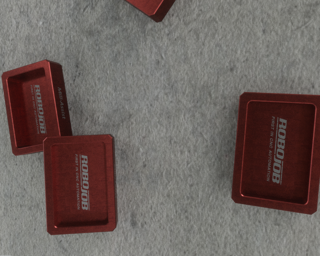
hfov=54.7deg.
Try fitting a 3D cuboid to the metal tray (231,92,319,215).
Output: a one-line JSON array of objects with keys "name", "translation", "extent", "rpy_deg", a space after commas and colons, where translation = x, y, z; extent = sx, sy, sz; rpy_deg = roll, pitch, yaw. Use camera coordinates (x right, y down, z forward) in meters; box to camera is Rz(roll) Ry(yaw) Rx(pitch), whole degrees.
[{"name": "metal tray", "translation": [0.135, 0.026, 0.358], "extent": [0.090, 0.030, 0.129], "rpy_deg": [5, 92, 19]}]

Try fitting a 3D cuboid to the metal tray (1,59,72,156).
[{"name": "metal tray", "translation": [-0.186, -0.029, 0.470], "extent": [0.090, 0.030, 0.129], "rpy_deg": [-11, 86, 19]}]

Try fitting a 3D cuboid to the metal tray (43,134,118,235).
[{"name": "metal tray", "translation": [-0.107, 0.075, 0.423], "extent": [0.091, 0.030, 0.129], "rpy_deg": [-2, 90, -4]}]

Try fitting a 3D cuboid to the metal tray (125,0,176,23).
[{"name": "metal tray", "translation": [-0.029, -0.215, 0.416], "extent": [0.130, 0.030, 0.090], "rpy_deg": [39, 102, 15]}]
